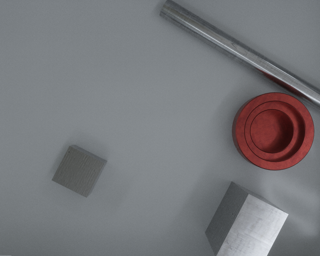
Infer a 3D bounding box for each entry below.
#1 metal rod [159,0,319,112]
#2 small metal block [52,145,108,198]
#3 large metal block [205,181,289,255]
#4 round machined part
[{"bbox_3d":[0.135,-0.083,0.413,0.301,0.025,0.025,31,90,-1],"label":"metal rod"},{"bbox_3d":[-0.105,0.056,0.410,0.050,0.025,0.050,27,90,-1],"label":"small metal block"},{"bbox_3d":[0.103,0.120,0.385,0.050,0.080,0.080,28,90,-1],"label":"large metal block"},{"bbox_3d":[0.143,0.004,0.405,0.099,0.042,0.097,0,90,-1],"label":"round machined part"}]
